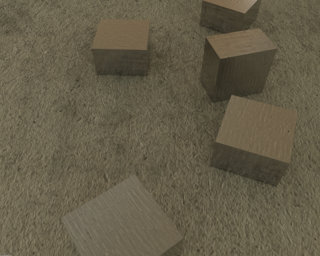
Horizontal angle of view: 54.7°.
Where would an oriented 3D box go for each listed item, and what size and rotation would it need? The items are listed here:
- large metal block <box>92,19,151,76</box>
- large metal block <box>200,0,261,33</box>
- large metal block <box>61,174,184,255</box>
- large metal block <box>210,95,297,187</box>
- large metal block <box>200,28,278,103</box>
[{"bbox_3d":[-0.058,-0.129,0.495,0.080,0.050,0.080,2,50,1],"label":"large metal block"},{"bbox_3d":[0.130,-0.217,0.570,0.080,0.050,0.080,27,55,21],"label":"large metal block"},{"bbox_3d":[-0.035,0.106,0.298,0.081,0.050,0.080,-29,56,-22],"label":"large metal block"},{"bbox_3d":[0.113,0.014,0.376,0.080,0.050,0.080,17,52,13],"label":"large metal block"},{"bbox_3d":[0.108,-0.088,0.442,0.081,0.080,0.050,-13,51,-10],"label":"large metal block"}]
